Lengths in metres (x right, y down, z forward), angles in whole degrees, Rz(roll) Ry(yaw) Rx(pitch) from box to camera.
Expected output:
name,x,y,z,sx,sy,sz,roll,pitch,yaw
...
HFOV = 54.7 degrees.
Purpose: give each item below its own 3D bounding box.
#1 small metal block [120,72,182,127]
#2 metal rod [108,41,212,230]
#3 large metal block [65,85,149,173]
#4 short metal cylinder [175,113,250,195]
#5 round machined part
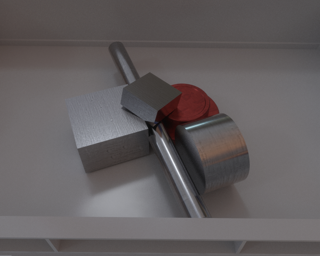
name,x,y,z,sx,sy,sz,roll,pitch,yaw
small metal block,-0.010,-0.035,0.370,0.050,0.025,0.050,35,46,17
metal rod,-0.014,-0.015,0.389,0.025,0.025,0.300,-16,52,-13
large metal block,-0.065,-0.001,0.384,0.081,0.050,0.080,-16,52,-13
short metal cylinder,0.055,0.028,0.344,0.050,0.080,0.080,-16,52,-13
round machined part,0.030,-0.021,0.410,0.099,0.042,0.098,0,50,0
